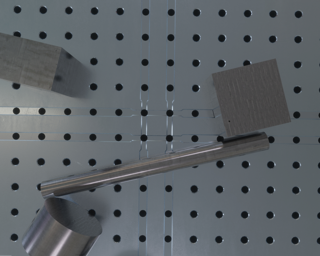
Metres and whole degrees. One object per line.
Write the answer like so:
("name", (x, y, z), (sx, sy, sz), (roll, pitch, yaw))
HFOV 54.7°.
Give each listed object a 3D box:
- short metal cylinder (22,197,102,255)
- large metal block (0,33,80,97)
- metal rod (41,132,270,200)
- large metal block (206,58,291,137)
("short metal cylinder", (-0.120, 0.130, 0.385), (0.080, 0.080, 0.050), (32, 90, 0))
("large metal block", (-0.155, -0.075, 0.384), (0.080, 0.080, 0.050), (14, 90, 0))
("metal rod", (-0.006, 0.050, 0.413), (0.302, 0.025, 0.025), (-13, 90, 0))
("large metal block", (0.111, -0.037, 0.401), (0.080, 0.050, 0.080), (-14, 90, 0))
